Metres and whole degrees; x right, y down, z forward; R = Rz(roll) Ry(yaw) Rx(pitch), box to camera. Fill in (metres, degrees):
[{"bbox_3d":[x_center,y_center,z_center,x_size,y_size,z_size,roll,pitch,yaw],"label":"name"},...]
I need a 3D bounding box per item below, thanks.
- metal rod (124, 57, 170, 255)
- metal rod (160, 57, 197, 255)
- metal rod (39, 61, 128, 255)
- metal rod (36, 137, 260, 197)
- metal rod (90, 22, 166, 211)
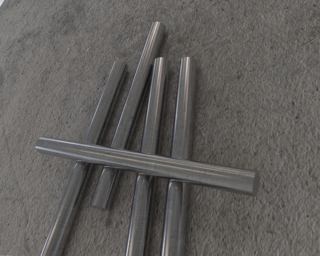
[{"bbox_3d":[-0.013,0.034,0.390,0.025,0.025,0.299,-7,58,24],"label":"metal rod"},{"bbox_3d":[0.024,0.038,0.367,0.025,0.025,0.299,-7,58,24],"label":"metal rod"},{"bbox_3d":[-0.099,0.031,0.436,0.025,0.025,0.300,1,62,29],"label":"metal rod"},{"bbox_3d":[-0.038,0.038,0.366,0.300,0.025,0.025,6,65,31],"label":"metal rod"},{"bbox_3d":[-0.038,-0.033,0.444,0.025,0.025,0.300,1,62,29],"label":"metal rod"}]
